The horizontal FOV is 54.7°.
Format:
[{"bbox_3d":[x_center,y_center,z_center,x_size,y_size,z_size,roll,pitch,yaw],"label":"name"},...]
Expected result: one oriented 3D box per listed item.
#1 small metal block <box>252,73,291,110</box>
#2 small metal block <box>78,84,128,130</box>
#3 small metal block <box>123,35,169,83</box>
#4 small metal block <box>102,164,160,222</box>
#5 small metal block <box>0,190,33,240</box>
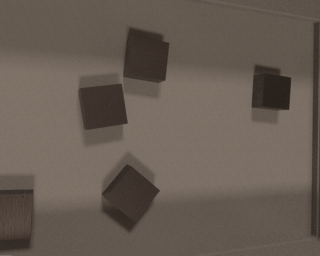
[{"bbox_3d":[0.171,-0.054,0.476,0.050,0.025,0.050,5,89,-20],"label":"small metal block"},{"bbox_3d":[-0.071,-0.026,0.385,0.050,0.025,0.050,-10,94,-20],"label":"small metal block"},{"bbox_3d":[-0.018,-0.089,0.405,0.050,0.025,0.050,7,88,-20],"label":"small metal block"},{"bbox_3d":[-0.037,0.083,0.398,0.050,0.025,0.050,43,76,-15],"label":"small metal block"},{"bbox_3d":[-0.171,0.097,0.348,0.050,0.025,0.050,3,89,-20],"label":"small metal block"}]
